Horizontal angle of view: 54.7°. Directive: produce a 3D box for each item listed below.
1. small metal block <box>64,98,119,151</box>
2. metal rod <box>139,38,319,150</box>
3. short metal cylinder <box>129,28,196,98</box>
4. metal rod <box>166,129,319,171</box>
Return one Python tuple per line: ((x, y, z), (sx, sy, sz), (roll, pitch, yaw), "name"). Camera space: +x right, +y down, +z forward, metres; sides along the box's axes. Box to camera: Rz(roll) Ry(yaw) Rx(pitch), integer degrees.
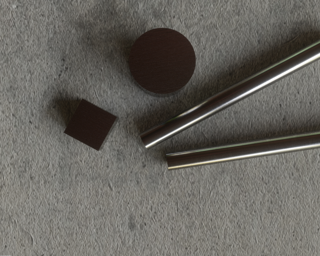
((-0.089, -0.004, 0.409), (0.050, 0.025, 0.050), (29, 90, -1), "small metal block")
((0.111, -0.052, 0.411), (0.301, 0.025, 0.025), (-28, 90, -1), "metal rod")
((0.003, -0.081, 0.398), (0.081, 0.050, 0.079), (0, 90, -1), "short metal cylinder")
((0.159, 0.022, 0.412), (0.302, 0.025, 0.025), (-8, 90, -1), "metal rod")
